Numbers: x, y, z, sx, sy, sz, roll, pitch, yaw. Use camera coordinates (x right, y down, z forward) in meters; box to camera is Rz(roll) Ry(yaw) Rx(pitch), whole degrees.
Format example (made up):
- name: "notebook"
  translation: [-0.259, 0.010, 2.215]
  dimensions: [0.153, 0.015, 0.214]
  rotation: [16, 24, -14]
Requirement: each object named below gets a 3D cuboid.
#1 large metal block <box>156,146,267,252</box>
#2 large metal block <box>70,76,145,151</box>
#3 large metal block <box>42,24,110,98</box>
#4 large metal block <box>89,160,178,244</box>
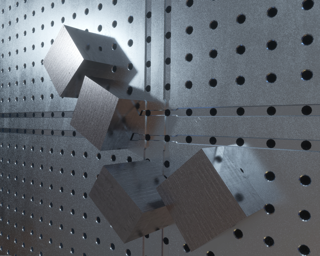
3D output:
- name: "large metal block"
  translation: [0.055, 0.077, 0.347]
  dimensions: [0.080, 0.050, 0.080]
  rotation: [-46, 63, 30]
- name: "large metal block"
  translation: [-0.079, -0.022, 0.456]
  dimensions: [0.080, 0.050, 0.079]
  rotation: [34, 111, 34]
- name: "large metal block"
  translation: [-0.138, -0.105, 0.504]
  dimensions: [0.080, 0.050, 0.080]
  rotation: [-47, 62, 29]
- name: "large metal block"
  translation: [-0.029, 0.089, 0.395]
  dimensions: [0.080, 0.081, 0.050]
  rotation: [43, 116, 31]
